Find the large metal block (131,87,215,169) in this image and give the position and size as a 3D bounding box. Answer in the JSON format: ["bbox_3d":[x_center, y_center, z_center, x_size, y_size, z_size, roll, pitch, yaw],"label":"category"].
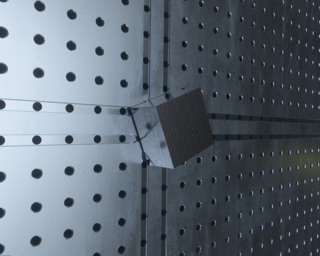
[{"bbox_3d":[0.019,-0.002,0.407,0.081,0.050,0.080,-27,107,-37],"label":"large metal block"}]
